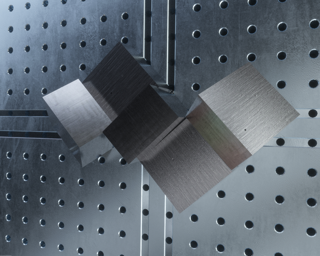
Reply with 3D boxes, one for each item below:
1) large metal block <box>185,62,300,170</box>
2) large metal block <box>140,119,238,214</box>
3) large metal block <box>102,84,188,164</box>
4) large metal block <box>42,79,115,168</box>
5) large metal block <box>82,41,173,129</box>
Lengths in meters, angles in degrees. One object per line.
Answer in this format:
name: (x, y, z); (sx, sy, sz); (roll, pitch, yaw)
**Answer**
large metal block: (0.090, -0.014, 0.345); (0.080, 0.050, 0.080); (-34, 76, -24)
large metal block: (0.036, 0.045, 0.386); (0.080, 0.050, 0.080); (-43, 75, 15)
large metal block: (-0.011, -0.004, 0.387); (0.080, 0.080, 0.050); (-44, 78, 15)
large metal block: (-0.106, -0.004, 0.414); (0.050, 0.080, 0.080); (-34, 76, -23)
large metal block: (-0.045, -0.054, 0.415); (0.080, 0.050, 0.080); (-44, 77, 16)
